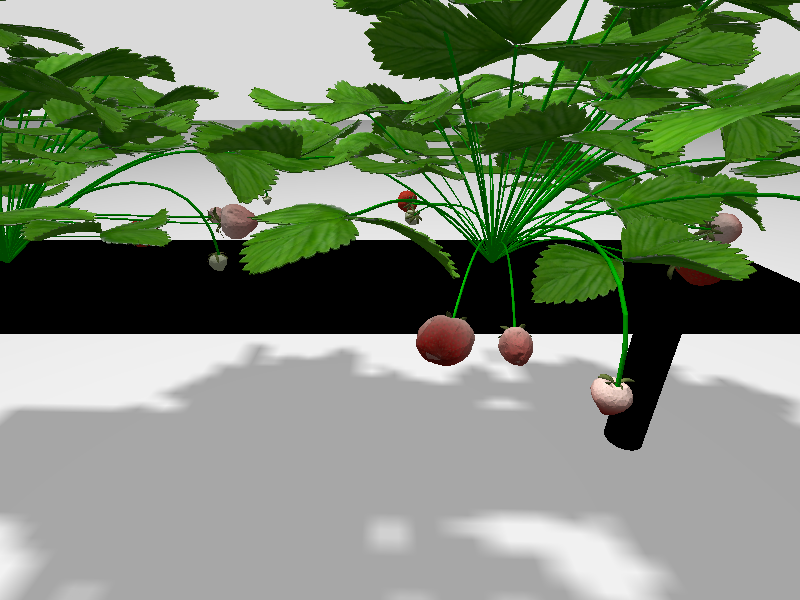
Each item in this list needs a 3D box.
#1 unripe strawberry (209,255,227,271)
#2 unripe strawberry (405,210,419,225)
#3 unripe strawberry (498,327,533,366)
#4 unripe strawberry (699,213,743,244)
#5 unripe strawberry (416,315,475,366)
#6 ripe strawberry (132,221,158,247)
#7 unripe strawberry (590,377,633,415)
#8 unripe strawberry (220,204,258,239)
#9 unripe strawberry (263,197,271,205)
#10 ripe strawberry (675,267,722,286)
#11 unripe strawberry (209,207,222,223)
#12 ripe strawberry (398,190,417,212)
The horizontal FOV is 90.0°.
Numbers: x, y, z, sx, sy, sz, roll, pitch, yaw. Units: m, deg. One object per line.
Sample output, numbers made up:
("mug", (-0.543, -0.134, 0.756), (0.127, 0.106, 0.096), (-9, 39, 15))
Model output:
("unripe strawberry", (-0.153, -0.031, 0.338), (0.015, 0.015, 0.014), (4, 26, 8))
("unripe strawberry", (0.014, -0.099, 0.486), (0.018, 0.019, 0.020), (-14, -1, -26))
("unripe strawberry", (0.064, 0.027, 0.222), (0.019, 0.022, 0.021), (3, 40, 7))
("unripe strawberry", (0.336, -0.075, 0.416), (0.037, 0.032, 0.037), (-5, 26, -12))
("unripe strawberry", (0.024, 0.024, 0.218), (0.032, 0.029, 0.029), (9, 28, 18))
("ripe strawberry", (-0.260, -0.068, 0.407), (0.026, 0.028, 0.024), (-10, 28, -21))
("unripe strawberry", (0.099, 0.046, 0.189), (0.018, 0.019, 0.018), (-2, 26, -4))
("unripe strawberry", (-0.172, -0.084, 0.429), (0.038, 0.038, 0.042), (-9, 27, -19))
("unripe strawberry", (-0.171, -0.128, 0.514), (0.010, 0.010, 0.011), (-21, 33, -36))
("ripe strawberry", (0.243, -0.029, 0.320), (0.039, 0.033, 0.039), (8, 27, 15))
("unripe strawberry", (-0.220, -0.103, 0.489), (0.020, 0.020, 0.023), (-22, 33, -38))
("ripe strawberry", (0.009, -0.135, 0.548), (0.028, 0.030, 0.030), (-9, 27, -18))
